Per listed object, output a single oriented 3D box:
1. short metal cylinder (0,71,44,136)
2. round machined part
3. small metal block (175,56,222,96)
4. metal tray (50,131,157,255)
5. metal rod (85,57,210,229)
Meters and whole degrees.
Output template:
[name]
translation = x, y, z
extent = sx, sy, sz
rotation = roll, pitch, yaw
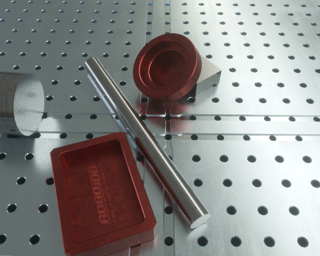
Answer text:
[short metal cylinder]
translation = -0.190, -0.032, 0.396
extent = 0.050, 0.080, 0.080
rotation = 4, 50, 3
[round machined part]
translation = 0.014, -0.083, 0.447
extent = 0.098, 0.042, 0.098
rotation = -8, 71, 24
[small metal block]
translation = 0.058, -0.083, 0.478
extent = 0.050, 0.025, 0.050
rotation = -31, 57, -24
[metal tray]
translation = -0.066, 0.070, 0.344
extent = 0.091, 0.030, 0.130
rotation = -15, 52, -13
[metal rod]
translation = -0.033, -0.002, 0.408
extent = 0.025, 0.025, 0.300
rotation = -24, 54, -19
